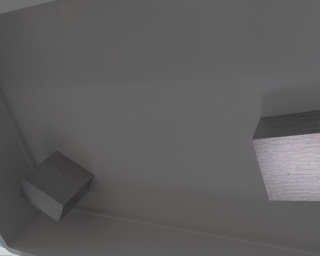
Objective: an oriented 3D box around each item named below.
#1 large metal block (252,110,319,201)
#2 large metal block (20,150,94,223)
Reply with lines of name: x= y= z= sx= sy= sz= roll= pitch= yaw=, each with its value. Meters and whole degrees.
large metal block: x=0.153 y=0.030 z=0.330 sx=0.080 sy=0.050 sz=0.080 roll=-8 pitch=115 yaw=32
large metal block: x=-0.173 y=0.097 z=0.524 sx=0.080 sy=0.080 sz=0.050 roll=32 pitch=129 yaw=8
